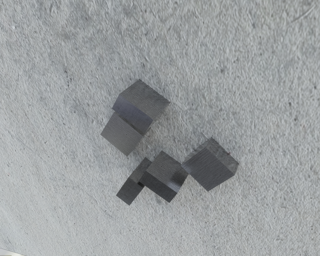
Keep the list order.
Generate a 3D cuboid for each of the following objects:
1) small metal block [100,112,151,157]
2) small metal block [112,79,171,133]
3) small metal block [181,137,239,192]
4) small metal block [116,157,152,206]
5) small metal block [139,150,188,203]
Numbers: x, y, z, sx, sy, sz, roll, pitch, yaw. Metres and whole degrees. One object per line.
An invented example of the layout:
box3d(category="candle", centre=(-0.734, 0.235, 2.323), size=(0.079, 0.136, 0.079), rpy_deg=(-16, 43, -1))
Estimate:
box3d(category="small metal block", centre=(-0.049, 0.004, 0.435), size=(0.050, 0.025, 0.050), rpy_deg=(39, 129, 1))
box3d(category="small metal block", centre=(-0.022, -0.028, 0.385), size=(0.050, 0.050, 0.025), rpy_deg=(37, 129, 3))
box3d(category="small metal block", centre=(0.065, 0.048, 0.402), size=(0.050, 0.025, 0.050), rpy_deg=(44, 129, -3))
box3d(category="small metal block", centre=(-0.033, 0.078, 0.457), size=(0.025, 0.050, 0.050), rpy_deg=(37, 129, 3))
box3d(category="small metal block", centre=(0.008, 0.066, 0.428), size=(0.050, 0.050, 0.025), rpy_deg=(35, 129, 5))
